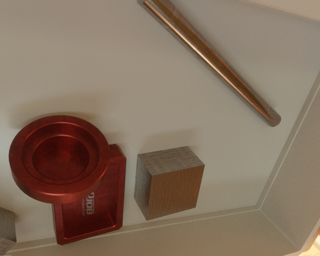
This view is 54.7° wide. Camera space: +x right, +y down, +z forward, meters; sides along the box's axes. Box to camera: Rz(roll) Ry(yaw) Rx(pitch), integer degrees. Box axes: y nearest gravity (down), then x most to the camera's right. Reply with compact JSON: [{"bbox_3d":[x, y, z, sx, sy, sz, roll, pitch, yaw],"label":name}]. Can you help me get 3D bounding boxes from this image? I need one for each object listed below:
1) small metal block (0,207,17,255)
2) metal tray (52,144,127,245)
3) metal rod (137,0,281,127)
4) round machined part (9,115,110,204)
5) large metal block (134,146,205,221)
[{"bbox_3d":[-0.197,0.114,0.356,0.025,0.050,0.050,-46,130,3],"label":"small metal block"},{"bbox_3d":[-0.095,0.089,0.409,0.091,0.030,0.129,-8,122,-25],"label":"metal tray"},{"bbox_3d":[0.085,-0.075,0.410,0.301,0.025,0.025,32,100,-39],"label":"metal rod"},{"bbox_3d":[-0.106,0.036,0.333,0.099,0.098,0.042,-8,146,-25],"label":"round machined part"},{"bbox_3d":[0.011,0.078,0.449,0.081,0.050,0.079,-8,122,-25],"label":"large metal block"}]
